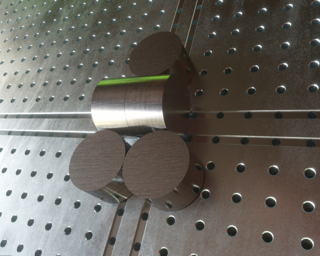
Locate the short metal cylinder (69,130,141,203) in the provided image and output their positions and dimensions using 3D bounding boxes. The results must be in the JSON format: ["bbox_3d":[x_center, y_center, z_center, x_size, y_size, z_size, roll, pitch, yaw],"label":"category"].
[{"bbox_3d":[-0.067,0.049,0.394,0.080,0.050,0.080,-13,56,20],"label":"short metal cylinder"}]

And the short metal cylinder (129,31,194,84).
[{"bbox_3d":[0.003,-0.091,0.445,0.080,0.050,0.080,-13,56,20],"label":"short metal cylinder"}]

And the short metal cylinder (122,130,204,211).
[{"bbox_3d":[0.004,0.049,0.356,0.080,0.050,0.080,-13,56,20],"label":"short metal cylinder"}]

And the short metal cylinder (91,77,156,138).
[{"bbox_3d":[-0.045,-0.027,0.412,0.050,0.080,0.080,0,62,28],"label":"short metal cylinder"}]

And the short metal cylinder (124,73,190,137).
[{"bbox_3d":[-0.001,-0.027,0.389,0.050,0.080,0.080,0,62,28],"label":"short metal cylinder"}]
